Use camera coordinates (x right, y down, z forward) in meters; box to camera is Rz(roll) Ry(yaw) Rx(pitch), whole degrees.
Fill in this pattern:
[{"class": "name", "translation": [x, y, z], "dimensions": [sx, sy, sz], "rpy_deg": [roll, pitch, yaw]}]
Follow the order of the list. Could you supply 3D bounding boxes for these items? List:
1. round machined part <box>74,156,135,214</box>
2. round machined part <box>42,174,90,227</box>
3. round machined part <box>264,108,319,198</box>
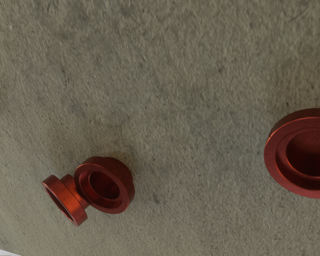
[{"class": "round machined part", "translation": [-0.082, 0.085, 0.490], "dimensions": [0.098, 0.042, 0.097], "rpy_deg": [13, 124, 20]}, {"class": "round machined part", "translation": [-0.155, 0.118, 0.533], "dimensions": [0.098, 0.042, 0.097], "rpy_deg": [36, 149, 26]}, {"class": "round machined part", "translation": [0.163, 0.023, 0.324], "dimensions": [0.098, 0.042, 0.097], "rpy_deg": [13, 124, 20]}]
